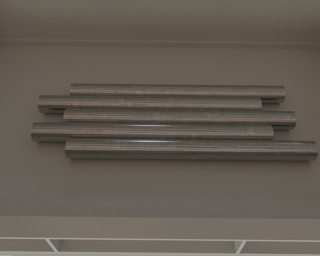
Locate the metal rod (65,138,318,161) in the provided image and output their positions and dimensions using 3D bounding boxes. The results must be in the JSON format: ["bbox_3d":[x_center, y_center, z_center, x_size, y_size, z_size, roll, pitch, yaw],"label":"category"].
[{"bbox_3d":[0.038,0.027,0.381,0.302,0.025,0.025,1,50,0],"label":"metal rod"}]

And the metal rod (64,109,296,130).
[{"bbox_3d":[0.026,-0.012,0.414,0.302,0.025,0.025,1,50,0],"label":"metal rod"}]

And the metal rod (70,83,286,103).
[{"bbox_3d":[0.025,-0.050,0.445,0.302,0.025,0.025,1,50,0],"label":"metal rod"}]

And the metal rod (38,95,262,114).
[{"bbox_3d":[-0.013,-0.031,0.429,0.302,0.025,0.025,1,50,0],"label":"metal rod"}]

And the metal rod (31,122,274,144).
[{"bbox_3d":[-0.009,0.007,0.397,0.302,0.025,0.025,1,50,0],"label":"metal rod"}]
